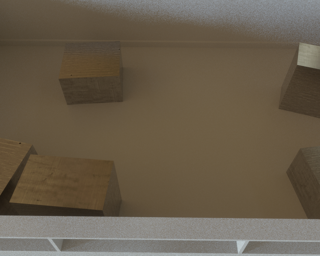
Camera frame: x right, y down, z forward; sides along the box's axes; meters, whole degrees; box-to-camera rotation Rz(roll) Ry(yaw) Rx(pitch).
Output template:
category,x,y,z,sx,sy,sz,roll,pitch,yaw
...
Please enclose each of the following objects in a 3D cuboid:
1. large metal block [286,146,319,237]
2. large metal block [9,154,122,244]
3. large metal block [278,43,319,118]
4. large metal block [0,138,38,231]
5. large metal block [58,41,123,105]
category,x,y,z,sx,sy,sz,roll,pitch,yaw
large metal block,0.199,0.064,0.336,0.081,0.050,0.080,-6,50,-5
large metal block,-0.086,0.072,0.308,0.080,0.080,0.050,4,50,3
large metal block,0.217,-0.061,0.422,0.080,0.080,0.050,15,52,12
large metal block,-0.189,0.057,0.340,0.080,0.050,0.080,10,51,8
large metal block,-0.097,-0.082,0.457,0.081,0.050,0.080,-3,50,-3
